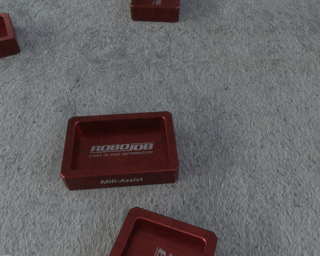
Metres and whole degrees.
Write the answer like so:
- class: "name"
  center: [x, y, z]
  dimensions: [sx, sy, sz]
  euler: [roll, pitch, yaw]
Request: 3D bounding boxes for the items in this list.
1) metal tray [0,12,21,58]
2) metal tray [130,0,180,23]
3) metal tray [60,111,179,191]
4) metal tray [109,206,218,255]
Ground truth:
- class: "metal tray"
  center: [-0.313, -0.147, 0.520]
  dimensions: [0.131, 0.030, 0.090]
  euler: [-19, 53, -16]
- class: "metal tray"
  center: [-0.005, -0.261, 0.618]
  dimensions: [0.091, 0.030, 0.130]
  euler: [3, 50, 3]
- class: "metal tray"
  center: [-0.047, 0.025, 0.378]
  dimensions: [0.131, 0.030, 0.090]
  euler: [-4, 50, -3]
- class: "metal tray"
  center: [-0.008, 0.145, 0.277]
  dimensions: [0.090, 0.030, 0.130]
  euler: [15, 52, 12]
